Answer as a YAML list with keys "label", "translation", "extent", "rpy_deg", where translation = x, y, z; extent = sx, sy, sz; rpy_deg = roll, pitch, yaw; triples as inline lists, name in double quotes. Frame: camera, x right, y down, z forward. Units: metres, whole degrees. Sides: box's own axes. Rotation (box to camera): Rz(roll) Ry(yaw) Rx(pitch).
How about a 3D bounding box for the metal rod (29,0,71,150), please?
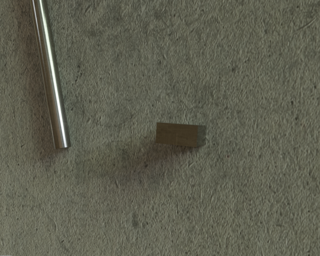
- label: "metal rod"
  translation: [-0.172, -0.116, 0.469]
  extent: [0.025, 0.025, 0.298]
  rpy_deg: [-12, 86, 19]

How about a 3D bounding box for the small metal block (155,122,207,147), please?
- label: "small metal block"
  translation: [0.028, 0.007, 0.386]
  extent: [0.050, 0.050, 0.025]
  rpy_deg: [5, 92, 20]
